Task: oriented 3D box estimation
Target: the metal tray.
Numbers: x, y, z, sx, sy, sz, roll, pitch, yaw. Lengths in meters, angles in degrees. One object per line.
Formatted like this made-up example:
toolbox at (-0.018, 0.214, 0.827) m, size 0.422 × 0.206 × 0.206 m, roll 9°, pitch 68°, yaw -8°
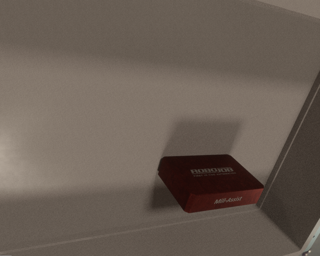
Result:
metal tray at (0.074, 0.077, 0.456) m, size 0.131 × 0.090 × 0.030 m, roll 1°, pitch 118°, yaw -29°
